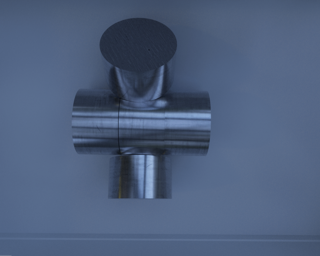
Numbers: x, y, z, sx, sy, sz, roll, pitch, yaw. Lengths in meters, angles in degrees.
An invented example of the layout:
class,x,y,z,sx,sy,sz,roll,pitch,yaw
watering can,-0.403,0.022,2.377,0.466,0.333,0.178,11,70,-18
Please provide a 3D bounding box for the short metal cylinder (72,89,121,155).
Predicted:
class,x,y,z,sx,sy,sz,roll,pitch,yaw
short metal cylinder,-0.071,-0.007,0.377,0.050,0.080,0.079,1,110,0

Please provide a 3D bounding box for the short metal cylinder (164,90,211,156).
class,x,y,z,sx,sy,sz,roll,pitch,yaw
short metal cylinder,0.031,-0.006,0.378,0.050,0.080,0.079,1,110,0

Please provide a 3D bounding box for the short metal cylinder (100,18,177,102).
class,x,y,z,sx,sy,sz,roll,pitch,yaw
short metal cylinder,-0.023,-0.076,0.344,0.081,0.080,0.050,2,148,-1

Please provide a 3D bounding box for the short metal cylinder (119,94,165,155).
class,x,y,z,sx,sy,sz,roll,pitch,yaw
short metal cylinder,-0.020,-0.006,0.377,0.050,0.080,0.079,1,110,0

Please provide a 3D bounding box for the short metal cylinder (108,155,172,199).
class,x,y,z,sx,sy,sz,roll,pitch,yaw
short metal cylinder,-0.025,0.065,0.396,0.081,0.080,0.050,0,76,0
